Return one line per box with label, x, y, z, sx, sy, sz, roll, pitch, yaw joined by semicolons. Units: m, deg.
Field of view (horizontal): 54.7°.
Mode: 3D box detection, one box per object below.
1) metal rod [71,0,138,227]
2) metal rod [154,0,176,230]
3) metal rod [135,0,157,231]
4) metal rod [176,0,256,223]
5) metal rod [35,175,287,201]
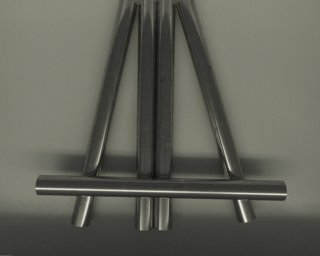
metal rod;-0.073;-0.020;0.410;0.025;0.025;0.298;12;90;0
metal rod;0.006;-0.018;0.410;0.025;0.025;0.298;1;90;0
metal rod;-0.018;-0.017;0.410;0.025;0.025;0.298;1;90;0
metal rod;0.074;-0.023;0.411;0.025;0.025;0.298;-16;90;0
metal rod;0.002;0.074;0.384;0.302;0.025;0.025;1;90;0
